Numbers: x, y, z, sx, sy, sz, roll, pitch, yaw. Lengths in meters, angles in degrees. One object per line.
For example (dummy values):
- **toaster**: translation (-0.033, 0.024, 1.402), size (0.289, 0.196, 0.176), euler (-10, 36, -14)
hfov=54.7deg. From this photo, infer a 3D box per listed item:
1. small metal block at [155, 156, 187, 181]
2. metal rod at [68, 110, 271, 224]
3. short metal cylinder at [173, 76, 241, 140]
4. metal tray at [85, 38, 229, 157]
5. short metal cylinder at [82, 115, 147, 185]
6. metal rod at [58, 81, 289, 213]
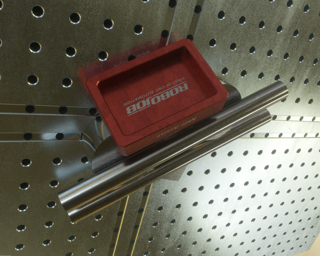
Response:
- **small metal block**: translation (0.013, 0.047, 0.448), size (0.050, 0.025, 0.050), euler (16, 110, -35)
- **metal rod**: translation (0.021, 0.044, 0.418), size (0.302, 0.025, 0.025), euler (-26, 128, -13)
- **short metal cylinder**: translation (0.060, -0.030, 0.412), size (0.081, 0.050, 0.079), euler (-14, 125, -21)
- **metal tray**: translation (-0.003, -0.037, 0.344), size (0.131, 0.090, 0.030), euler (-26, 160, -13)
- **short metal cylinder**: translation (-0.051, 0.024, 0.383), size (0.081, 0.050, 0.079), euler (-14, 125, -21)
- **metal rod**: translation (0.026, 0.016, 0.371), size (0.302, 0.025, 0.025), euler (-27, 128, -12)
